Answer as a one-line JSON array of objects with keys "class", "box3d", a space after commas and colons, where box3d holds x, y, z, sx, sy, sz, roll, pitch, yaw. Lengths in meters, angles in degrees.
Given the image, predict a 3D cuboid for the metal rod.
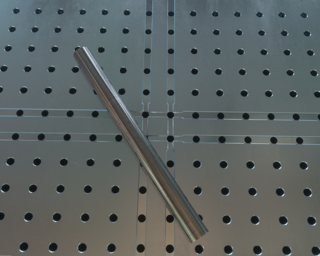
[{"class": "metal rod", "box3d": [-0.034, 0.010, 0.407, 0.025, 0.025, 0.299, -31, 73, -11]}]
